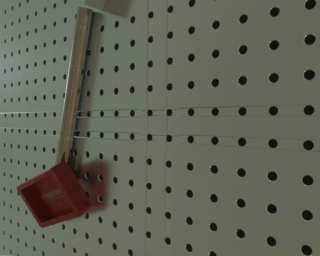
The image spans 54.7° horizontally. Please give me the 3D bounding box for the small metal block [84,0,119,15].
[{"bbox_3d":[-0.087,-0.209,0.482,0.050,0.025,0.050,31,109,35],"label":"small metal block"}]

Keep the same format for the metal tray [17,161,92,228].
[{"bbox_3d":[-0.187,0.119,0.540,0.130,0.030,0.090,-26,96,37],"label":"metal tray"}]

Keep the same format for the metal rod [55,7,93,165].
[{"bbox_3d":[-0.151,-0.052,0.534,0.025,0.025,0.298,18,101,38],"label":"metal rod"}]
